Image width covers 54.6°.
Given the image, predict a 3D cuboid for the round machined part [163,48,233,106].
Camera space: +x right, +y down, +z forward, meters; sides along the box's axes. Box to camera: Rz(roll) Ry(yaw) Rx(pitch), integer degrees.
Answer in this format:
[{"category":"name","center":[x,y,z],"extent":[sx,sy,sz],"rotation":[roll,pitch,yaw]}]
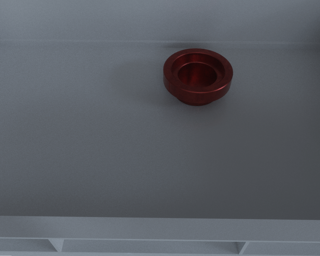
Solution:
[{"category":"round machined part","center":[0.054,-0.070,0.454],"extent":[0.099,0.042,0.098],"rotation":[0,50,0]}]
